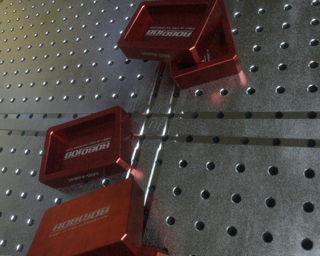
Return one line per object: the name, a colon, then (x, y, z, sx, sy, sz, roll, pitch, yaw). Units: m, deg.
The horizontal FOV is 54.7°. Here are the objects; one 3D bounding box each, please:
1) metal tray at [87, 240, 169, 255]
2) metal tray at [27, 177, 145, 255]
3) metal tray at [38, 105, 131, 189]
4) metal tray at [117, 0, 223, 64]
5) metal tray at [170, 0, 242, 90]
metal tray: (-0.046, 0.186, 0.314, 0.090, 0.030, 0.130, -4, 60, 26)
metal tray: (-0.083, 0.116, 0.353, 0.130, 0.030, 0.090, -23, 29, 14)
metal tray: (-0.105, 0.028, 0.440, 0.130, 0.030, 0.090, -16, 55, 18)
metal tray: (0.012, -0.140, 0.444, 0.130, 0.030, 0.090, 13, 68, 33)
metal tray: (0.060, -0.125, 0.449, 0.090, 0.030, 0.130, -15, 56, 19)
